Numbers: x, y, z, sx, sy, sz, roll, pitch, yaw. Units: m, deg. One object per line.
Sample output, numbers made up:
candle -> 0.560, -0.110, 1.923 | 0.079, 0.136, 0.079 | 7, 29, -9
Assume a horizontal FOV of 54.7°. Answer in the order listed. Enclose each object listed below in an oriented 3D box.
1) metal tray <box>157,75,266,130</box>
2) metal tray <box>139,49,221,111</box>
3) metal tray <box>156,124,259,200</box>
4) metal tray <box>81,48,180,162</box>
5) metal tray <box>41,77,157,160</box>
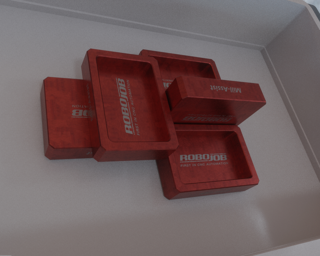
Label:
metal tray -> 0.062, -0.026, 0.412 | 0.131, 0.090, 0.030 | 1, 62, -28
metal tray -> 0.033, -0.065, 0.460 | 0.131, 0.030, 0.090 | 1, 61, -28
metal tray -> 0.061, 0.041, 0.409 | 0.131, 0.030, 0.090 | 1, 62, -28
metal tray -> -0.037, -0.028, 0.359 | 0.091, 0.030, 0.130 | 1, 61, -28
metal tray -> -0.069, -0.012, 0.369 | 0.131, 0.030, 0.090 | 0, 62, -29
